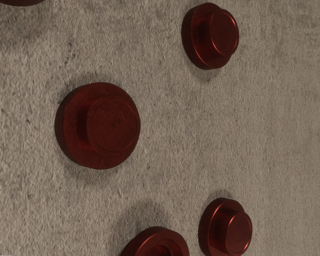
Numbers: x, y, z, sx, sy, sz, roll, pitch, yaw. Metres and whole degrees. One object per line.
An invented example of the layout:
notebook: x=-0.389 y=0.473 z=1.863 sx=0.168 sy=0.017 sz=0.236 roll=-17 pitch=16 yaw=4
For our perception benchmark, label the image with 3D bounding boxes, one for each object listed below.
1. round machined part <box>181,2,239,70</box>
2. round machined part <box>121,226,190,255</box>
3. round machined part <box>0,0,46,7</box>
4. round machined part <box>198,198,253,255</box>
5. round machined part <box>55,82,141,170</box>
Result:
round machined part: x=0.082 y=-0.139 z=0.464 sx=0.099 sy=0.042 sz=0.097 roll=0 pitch=90 yaw=-40
round machined part: x=-0.012 y=0.172 z=0.386 sx=0.099 sy=0.042 sz=0.097 roll=0 pitch=90 yaw=-40
round machined part: x=-0.137 y=-0.159 z=0.279 sx=0.099 sy=0.042 sz=0.097 roll=0 pitch=90 yaw=-40
round machined part: x=0.109 y=0.162 z=0.488 sx=0.099 sy=0.042 sz=0.097 roll=0 pitch=90 yaw=-40
round machined part: x=-0.061 y=-0.002 z=0.344 sx=0.099 sy=0.042 sz=0.097 roll=0 pitch=90 yaw=-40
